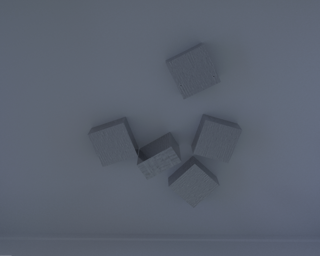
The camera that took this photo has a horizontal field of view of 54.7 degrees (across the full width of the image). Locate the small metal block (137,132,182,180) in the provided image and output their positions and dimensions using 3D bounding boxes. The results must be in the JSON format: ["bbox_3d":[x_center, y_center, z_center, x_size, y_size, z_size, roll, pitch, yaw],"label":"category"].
[{"bbox_3d":[-0.001,0.036,0.411,0.050,0.050,0.025,-29,108,10],"label":"small metal block"}]

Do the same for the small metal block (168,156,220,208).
[{"bbox_3d":[0.047,0.076,0.440,0.050,0.025,0.050,42,105,-14],"label":"small metal block"}]

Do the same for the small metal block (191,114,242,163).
[{"bbox_3d":[0.075,0.014,0.417,0.050,0.025,0.050,15,109,-6],"label":"small metal block"}]

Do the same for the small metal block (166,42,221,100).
[{"bbox_3d":[0.041,-0.071,0.385,0.050,0.025,0.050,-25,108,9],"label":"small metal block"}]

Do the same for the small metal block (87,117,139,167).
[{"bbox_3d":[-0.062,0.019,0.417,0.050,0.025,0.050,-18,109,6],"label":"small metal block"}]
